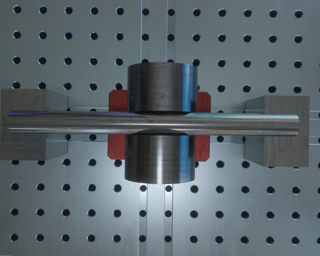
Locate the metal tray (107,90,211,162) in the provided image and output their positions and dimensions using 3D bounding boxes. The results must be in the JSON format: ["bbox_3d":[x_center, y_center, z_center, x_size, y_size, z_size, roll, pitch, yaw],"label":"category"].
[{"bbox_3d":[-0.001,-0.003,0.411,0.131,0.030,0.089,1,90,0],"label":"metal tray"}]

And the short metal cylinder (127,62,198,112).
[{"bbox_3d":[0.003,-0.043,0.356,0.081,0.080,0.050,1,90,0],"label":"short metal cylinder"}]

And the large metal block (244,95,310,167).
[{"bbox_3d":[0.142,0.003,0.386,0.050,0.080,0.080,1,90,0],"label":"large metal block"}]

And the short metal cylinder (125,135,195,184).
[{"bbox_3d":[0.000,0.032,0.356,0.081,0.080,0.050,1,90,0],"label":"short metal cylinder"}]

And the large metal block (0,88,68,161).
[{"bbox_3d":[-0.152,-0.004,0.383,0.050,0.080,0.080,1,90,0],"label":"large metal block"}]

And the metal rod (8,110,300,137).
[{"bbox_3d":[-0.006,-0.005,0.333,0.302,0.025,0.025,1,90,0],"label":"metal rod"}]
